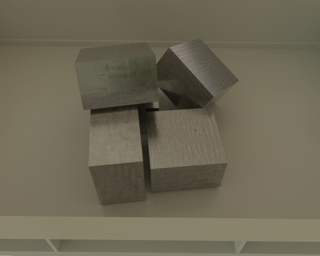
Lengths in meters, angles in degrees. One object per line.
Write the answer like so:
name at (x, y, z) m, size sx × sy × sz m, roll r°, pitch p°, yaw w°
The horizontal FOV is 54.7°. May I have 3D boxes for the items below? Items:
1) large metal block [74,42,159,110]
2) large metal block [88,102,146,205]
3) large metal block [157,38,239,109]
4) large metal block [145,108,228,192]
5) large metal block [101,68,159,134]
large metal block at (-0.048, -0.062, 0.354) m, size 0.081 × 0.050 × 0.080 m, roll -7°, pitch 25°, yaw -6°
large metal block at (-0.046, 0.028, 0.343) m, size 0.050 × 0.080 × 0.080 m, roll -5°, pitch 50°, yaw -5°
large metal block at (0.046, -0.067, 0.410) m, size 0.080 × 0.050 × 0.081 m, roll 50°, pitch 41°, yaw 7°
large metal block at (0.026, 0.024, 0.364) m, size 0.081 × 0.050 × 0.080 m, roll -4°, pitch 50°, yaw -4°
large metal block at (-0.042, -0.038, 0.419) m, size 0.081 × 0.050 × 0.080 m, roll -1°, pitch 50°, yaw -1°
